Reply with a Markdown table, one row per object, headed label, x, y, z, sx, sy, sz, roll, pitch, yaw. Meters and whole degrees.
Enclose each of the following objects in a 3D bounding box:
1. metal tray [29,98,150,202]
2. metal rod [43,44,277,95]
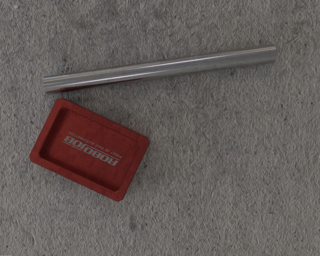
| label | x | y | z | sx | sy | sz | roll | pitch | yaw |
| --- | --- | --- | --- | --- | --- | --- | --- | --- | --- |
| metal tray | -0.089 | 0.028 | 0.406 | 0.131 | 0.030 | 0.090 | 25 | 90 | 0 |
| metal rod | 0.001 | -0.078 | 0.409 | 0.302 | 0.025 | 0.025 | -8 | 90 | 0 |
